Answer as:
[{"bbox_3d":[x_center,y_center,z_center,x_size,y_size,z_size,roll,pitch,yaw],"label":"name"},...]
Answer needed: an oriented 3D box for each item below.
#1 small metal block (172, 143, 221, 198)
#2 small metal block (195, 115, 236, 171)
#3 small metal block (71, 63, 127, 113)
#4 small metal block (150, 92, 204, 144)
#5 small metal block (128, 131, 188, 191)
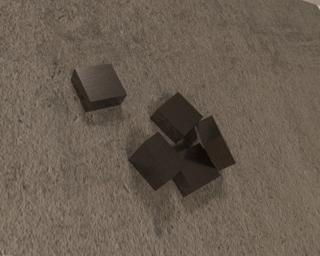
[{"bbox_3d":[0.041,0.053,0.395,0.050,0.025,0.050,-21,73,-36],"label":"small metal block"},{"bbox_3d":[0.072,0.019,0.406,0.050,0.025,0.050,57,12,-30],"label":"small metal block"},{"bbox_3d":[-0.078,-0.052,0.394,0.050,0.025,0.050,-16,71,-35],"label":"small metal block"},{"bbox_3d":[0.023,-0.014,0.427,0.050,0.025,0.050,45,51,3],"label":"small metal block"},{"bbox_3d":[-0.004,0.040,0.363,0.050,0.050,0.025,48,51,5],"label":"small metal block"}]
